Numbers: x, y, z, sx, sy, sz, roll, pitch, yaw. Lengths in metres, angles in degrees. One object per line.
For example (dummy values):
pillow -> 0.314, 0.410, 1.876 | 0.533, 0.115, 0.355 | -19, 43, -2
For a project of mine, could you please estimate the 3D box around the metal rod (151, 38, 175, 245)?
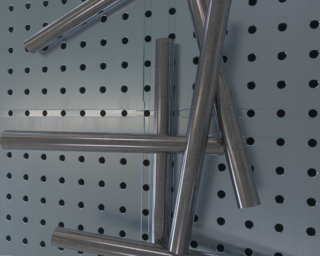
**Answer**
metal rod -> 0.004, 0.033, 0.411 | 0.025, 0.025, 0.298 | 1, 90, 20

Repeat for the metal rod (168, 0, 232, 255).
metal rod -> 0.044, -0.002, 0.354 | 0.025, 0.025, 0.298 | 11, 96, 20

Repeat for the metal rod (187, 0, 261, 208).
metal rod -> 0.068, -0.058, 0.369 | 0.025, 0.025, 0.299 | -16, 78, 19

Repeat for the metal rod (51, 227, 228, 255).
metal rod -> 0.010, 0.159, 0.384 | 0.301, 0.025, 0.025 | 6, 92, 10

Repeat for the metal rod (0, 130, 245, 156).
metal rod -> -0.049, 0.019, 0.389 | 0.301, 0.025, 0.025 | 1, 91, 4

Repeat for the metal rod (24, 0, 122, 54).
metal rod -> -0.073, -0.185, 0.438 | 0.300, 0.025, 0.025 | -24, 82, 18
